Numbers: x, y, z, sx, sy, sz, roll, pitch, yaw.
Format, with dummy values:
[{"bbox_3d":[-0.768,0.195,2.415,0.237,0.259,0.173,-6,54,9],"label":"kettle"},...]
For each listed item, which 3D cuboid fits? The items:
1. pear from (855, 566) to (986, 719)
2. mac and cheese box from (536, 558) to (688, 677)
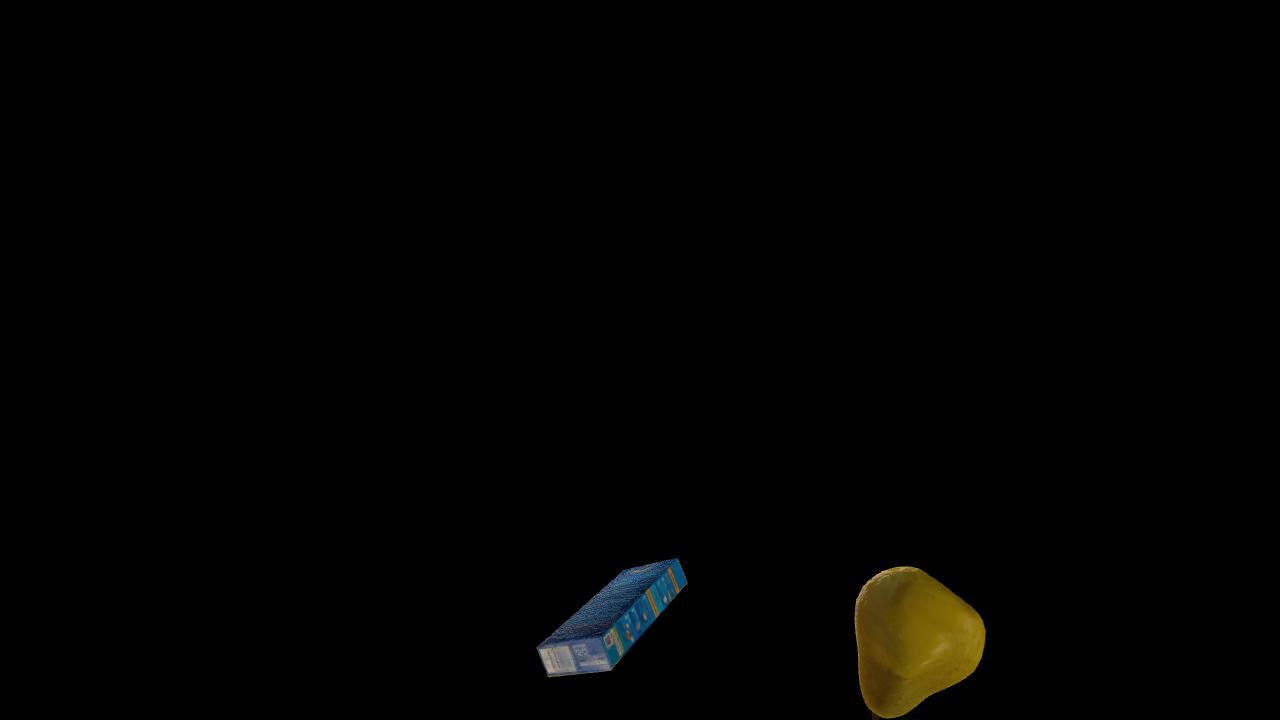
[{"bbox_3d":[0.169,0.195,0.405,0.080,0.111,0.080,37,-3,2],"label":"pear"},{"bbox_3d":[-0.025,0.290,0.706,0.093,0.041,0.184,-25,-4,30],"label":"mac and cheese box"}]
